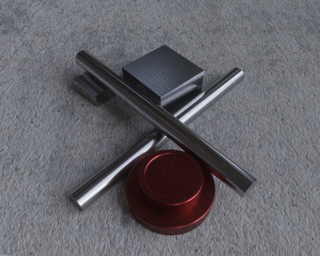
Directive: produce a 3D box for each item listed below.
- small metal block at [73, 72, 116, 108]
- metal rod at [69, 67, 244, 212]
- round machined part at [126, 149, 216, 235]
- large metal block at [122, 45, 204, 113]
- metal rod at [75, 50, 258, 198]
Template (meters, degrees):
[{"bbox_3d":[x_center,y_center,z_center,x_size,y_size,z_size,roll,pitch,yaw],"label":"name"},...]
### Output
[{"bbox_3d":[-0.090,-0.063,0.458,0.050,0.025,0.050,35,58,25],"label":"small metal block"},{"bbox_3d":[0.014,0.000,0.407,0.025,0.025,0.302,37,59,26],"label":"metal rod"},{"bbox_3d":[0.012,0.062,0.341,0.099,0.042,0.098,0,50,0],"label":"round machined part"},{"bbox_3d":[0.004,-0.066,0.445,0.080,0.050,0.080,-34,58,-26],"label":"large metal block"},{"bbox_3d":[-0.011,-0.020,0.389,0.025,0.025,0.300,-36,59,-27],"label":"metal rod"}]
